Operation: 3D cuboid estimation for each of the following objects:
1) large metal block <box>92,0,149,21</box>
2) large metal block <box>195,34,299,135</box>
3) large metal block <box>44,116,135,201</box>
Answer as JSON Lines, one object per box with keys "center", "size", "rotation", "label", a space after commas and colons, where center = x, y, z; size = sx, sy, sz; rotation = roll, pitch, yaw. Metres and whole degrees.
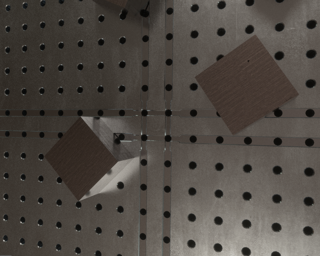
{"center": [-0.053, -0.204, 0.417], "size": [0.080, 0.050, 0.080], "rotation": [27, 99, 17], "label": "large metal block"}
{"center": [0.101, -0.047, 0.364], "size": [0.080, 0.050, 0.080], "rotation": [-34, 79, 16], "label": "large metal block"}
{"center": [-0.098, 0.041, 0.433], "size": [0.080, 0.050, 0.080], "rotation": [-45, 77, 14], "label": "large metal block"}
